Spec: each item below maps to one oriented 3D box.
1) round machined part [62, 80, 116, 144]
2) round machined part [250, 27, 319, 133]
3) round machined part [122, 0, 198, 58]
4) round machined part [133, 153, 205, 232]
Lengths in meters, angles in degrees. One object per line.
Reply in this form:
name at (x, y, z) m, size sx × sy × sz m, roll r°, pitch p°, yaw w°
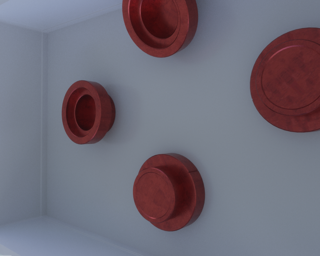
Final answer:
round machined part at (-0.108, -0.024, 0.485) m, size 0.098 × 0.042 × 0.097 m, roll 0°, pitch 90°, yaw 40°
round machined part at (0.130, -0.044, 0.289) m, size 0.098 × 0.042 × 0.097 m, roll 0°, pitch 90°, yaw 40°
round machined part at (0.005, -0.139, 0.376) m, size 0.098 × 0.042 × 0.097 m, roll 22°, pitch 130°, yaw 30°
round machined part at (0.004, 0.082, 0.393) m, size 0.098 × 0.042 × 0.097 m, roll 0°, pitch 90°, yaw 40°
